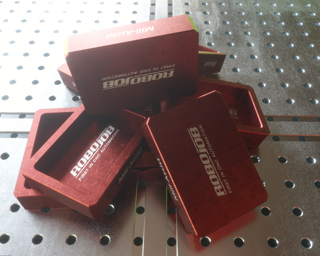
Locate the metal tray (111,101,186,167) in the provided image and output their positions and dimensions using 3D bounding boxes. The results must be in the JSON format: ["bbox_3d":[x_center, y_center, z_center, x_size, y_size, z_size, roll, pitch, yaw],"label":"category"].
[{"bbox_3d":[-0.017,-0.010,0.412,0.091,0.030,0.130,-2,48,-4],"label":"metal tray"}]

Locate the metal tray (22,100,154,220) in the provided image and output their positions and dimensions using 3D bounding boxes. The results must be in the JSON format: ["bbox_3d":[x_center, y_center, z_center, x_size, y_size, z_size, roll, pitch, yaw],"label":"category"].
[{"bbox_3d":[-0.072,0.024,0.345,0.090,0.030,0.130,21,53,17],"label":"metal tray"}]

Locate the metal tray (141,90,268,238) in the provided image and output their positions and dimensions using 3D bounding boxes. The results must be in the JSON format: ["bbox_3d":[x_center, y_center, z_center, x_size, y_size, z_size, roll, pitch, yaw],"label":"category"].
[{"bbox_3d":[0.047,0.036,0.331,0.091,0.030,0.130,-23,87,-18],"label":"metal tray"}]

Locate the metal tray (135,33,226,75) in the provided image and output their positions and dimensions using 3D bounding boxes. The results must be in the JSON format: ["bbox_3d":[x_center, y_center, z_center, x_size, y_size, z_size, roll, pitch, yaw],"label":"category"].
[{"bbox_3d":[0.033,-0.109,0.452,0.090,0.030,0.131,27,22,21],"label":"metal tray"}]

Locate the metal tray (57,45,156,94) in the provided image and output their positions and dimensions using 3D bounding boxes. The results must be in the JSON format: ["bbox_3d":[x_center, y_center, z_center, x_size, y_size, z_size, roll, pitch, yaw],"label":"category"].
[{"bbox_3d":[-0.077,-0.080,0.450,0.090,0.030,0.130,-38,44,-27],"label":"metal tray"}]

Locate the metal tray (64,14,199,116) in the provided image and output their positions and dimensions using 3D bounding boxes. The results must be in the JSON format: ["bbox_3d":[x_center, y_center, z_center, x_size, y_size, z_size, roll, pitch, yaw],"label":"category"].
[{"bbox_3d":[-0.026,-0.065,0.336,0.131,0.090,0.030,-12,51,-4],"label":"metal tray"}]

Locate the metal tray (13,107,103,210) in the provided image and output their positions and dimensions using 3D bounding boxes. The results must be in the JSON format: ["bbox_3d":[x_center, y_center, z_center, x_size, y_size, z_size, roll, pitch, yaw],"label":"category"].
[{"bbox_3d":[-0.114,0.031,0.378,0.091,0.030,0.130,-3,49,-3],"label":"metal tray"}]

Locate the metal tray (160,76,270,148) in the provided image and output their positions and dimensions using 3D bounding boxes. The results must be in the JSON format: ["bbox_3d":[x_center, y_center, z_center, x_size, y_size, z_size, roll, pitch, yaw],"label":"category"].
[{"bbox_3d":[0.068,-0.025,0.402,0.131,0.030,0.090,8,48,-16],"label":"metal tray"}]
